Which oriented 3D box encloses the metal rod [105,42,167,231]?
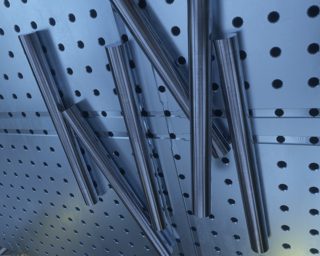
[{"bbox_3d":[-0.028,0.029,0.444,0.025,0.025,0.298,3,120,27],"label":"metal rod"}]

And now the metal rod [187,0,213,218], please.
[{"bbox_3d":[0.045,-0.032,0.342,0.025,0.025,0.298,7,114,25],"label":"metal rod"}]

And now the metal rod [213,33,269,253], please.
[{"bbox_3d":[0.104,0.037,0.379,0.025,0.025,0.299,-2,118,29],"label":"metal rod"}]

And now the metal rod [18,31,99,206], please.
[{"bbox_3d":[-0.153,0.001,0.492,0.025,0.025,0.298,1,119,28],"label":"metal rod"}]

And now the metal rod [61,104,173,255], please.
[{"bbox_3d":[-0.063,0.095,0.503,0.025,0.025,0.299,-21,108,36],"label":"metal rod"}]

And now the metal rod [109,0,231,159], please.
[{"bbox_3d":[-0.006,-0.090,0.358,0.025,0.025,0.299,-26,105,37],"label":"metal rod"}]
